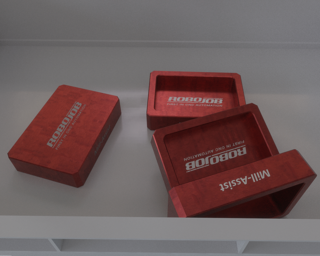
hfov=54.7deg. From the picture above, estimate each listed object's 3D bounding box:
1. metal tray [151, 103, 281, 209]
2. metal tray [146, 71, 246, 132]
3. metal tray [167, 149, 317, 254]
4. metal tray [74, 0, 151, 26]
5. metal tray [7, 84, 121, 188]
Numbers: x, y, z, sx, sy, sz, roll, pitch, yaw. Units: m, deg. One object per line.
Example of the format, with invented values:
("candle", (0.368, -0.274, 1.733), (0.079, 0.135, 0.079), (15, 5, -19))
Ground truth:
("metal tray", (0.065, 0.031, 0.354), (0.131, 0.030, 0.090), (-16, 73, -12))
("metal tray", (0.049, -0.039, 0.434), (0.131, 0.030, 0.090), (2, 50, 1))
("metal tray", (0.074, 0.073, 0.301), (0.131, 0.090, 0.030), (-15, 52, -12))
("metal tray", (-0.094, -0.256, 0.619), (0.131, 0.030, 0.090), (-27, 55, -21))
("metal tray", (-0.115, 0.004, 0.397), (0.090, 0.030, 0.130), (13, 51, 11))
